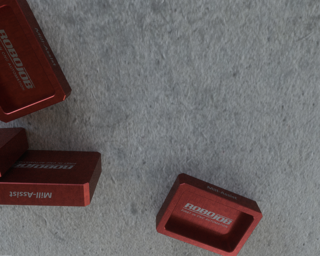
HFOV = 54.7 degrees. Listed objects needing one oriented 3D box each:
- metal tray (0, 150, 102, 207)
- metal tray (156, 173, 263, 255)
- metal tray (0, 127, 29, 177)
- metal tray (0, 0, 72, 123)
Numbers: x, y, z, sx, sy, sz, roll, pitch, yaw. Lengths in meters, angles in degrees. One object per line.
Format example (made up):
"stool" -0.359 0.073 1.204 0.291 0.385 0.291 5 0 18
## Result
"metal tray" -0.147 0.061 0.395 0.131 0.090 0.030 2 110 -1
"metal tray" 0.070 0.131 0.456 0.131 0.030 0.089 23 108 -9
"metal tray" -0.246 0.031 0.383 0.131 0.090 0.030 -3 110 0
"metal tray" -0.178 -0.081 0.374 0.090 0.030 0.129 -20 109 7
